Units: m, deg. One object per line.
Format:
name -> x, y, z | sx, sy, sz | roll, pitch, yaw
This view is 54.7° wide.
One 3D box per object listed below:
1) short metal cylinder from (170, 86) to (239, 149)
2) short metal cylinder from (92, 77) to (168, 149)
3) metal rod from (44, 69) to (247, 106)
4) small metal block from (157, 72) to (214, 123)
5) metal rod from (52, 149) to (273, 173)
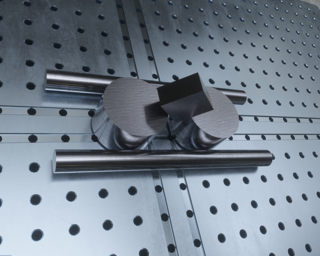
short metal cylinder -> 0.060, -0.011, 0.427 | 0.081, 0.050, 0.080 | 14, 56, -21
short metal cylinder -> -0.037, -0.014, 0.377 | 0.081, 0.050, 0.080 | 14, 56, -21
metal rod -> -0.001, -0.053, 0.436 | 0.303, 0.025, 0.025 | 2, 61, -27
small metal block -> 0.031, -0.034, 0.366 | 0.050, 0.050, 0.025 | 45, 29, -59
metal rod -> 0.024, 0.040, 0.392 | 0.303, 0.025, 0.025 | 2, 61, -27
